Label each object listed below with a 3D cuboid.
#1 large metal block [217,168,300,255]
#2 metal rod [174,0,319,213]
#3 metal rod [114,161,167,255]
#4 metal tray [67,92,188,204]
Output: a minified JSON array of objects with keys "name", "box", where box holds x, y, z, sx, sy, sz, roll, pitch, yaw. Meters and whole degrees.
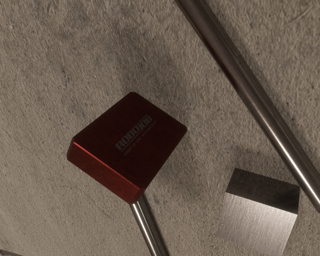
[{"name":"large metal block","box":[0.123,0.107,0.391,0.080,0.050,0.079,15,125,19]},{"name":"metal rod","box":[0.106,-0.026,0.333,0.025,0.025,0.299,-29,103,37]},{"name":"metal rod","box":[-0.024,0.160,0.516,0.025,0.025,0.298,-5,116,30]},{"name":"metal tray","box":[-0.032,0.016,0.364,0.090,0.131,0.030,35,129,5]}]
